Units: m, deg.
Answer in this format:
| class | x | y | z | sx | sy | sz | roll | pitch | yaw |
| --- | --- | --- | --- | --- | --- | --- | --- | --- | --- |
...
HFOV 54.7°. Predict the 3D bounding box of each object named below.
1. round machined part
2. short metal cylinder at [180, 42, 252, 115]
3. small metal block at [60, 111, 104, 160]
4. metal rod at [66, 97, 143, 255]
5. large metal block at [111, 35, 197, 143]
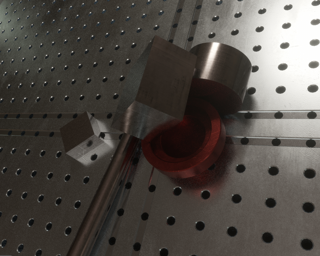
| class | x | y | z | sx | sy | sz | roll | pitch | yaw |
| --- | --- | --- | --- | --- | --- | --- | --- | --- | --- |
| round machined part | 0.031 | 0.014 | 0.371 | 0.098 | 0.042 | 0.098 | -13 | 56 | 20 |
| short metal cylinder | 0.065 | -0.057 | 0.373 | 0.080 | 0.080 | 0.050 | 7 | 65 | 31 |
| small metal block | -0.117 | 0.011 | 0.461 | 0.050 | 0.025 | 0.050 | -33 | 52 | 6 |
| metal rod | -0.058 | 0.060 | 0.400 | 0.025 | 0.025 | 0.300 | 10 | 66 | 32 |
| large metal block | -0.008 | -0.039 | 0.340 | 0.080 | 0.050 | 0.080 | -36 | 35 | 59 |
